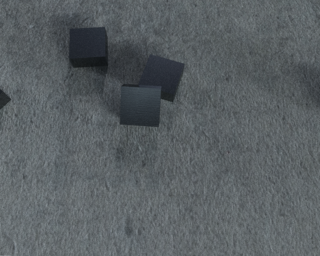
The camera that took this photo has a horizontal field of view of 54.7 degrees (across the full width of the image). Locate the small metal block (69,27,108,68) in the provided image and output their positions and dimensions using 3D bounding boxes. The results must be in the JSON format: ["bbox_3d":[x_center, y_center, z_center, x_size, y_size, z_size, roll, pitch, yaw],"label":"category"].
[{"bbox_3d":[-0.103,-0.117,0.450,0.050,0.025,0.050,-4,70,-2],"label":"small metal block"}]

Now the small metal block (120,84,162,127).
[{"bbox_3d":[-0.025,-0.030,0.406,0.050,0.025,0.050,4,105,1],"label":"small metal block"}]

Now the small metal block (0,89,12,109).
[{"bbox_3d":[-0.243,-0.041,0.420,0.050,0.025,0.050,38,74,12],"label":"small metal block"}]

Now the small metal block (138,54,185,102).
[{"bbox_3d":[0.002,-0.070,0.434,0.050,0.025,0.050,17,71,5],"label":"small metal block"}]
